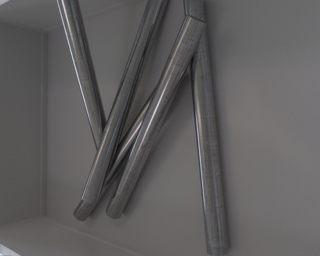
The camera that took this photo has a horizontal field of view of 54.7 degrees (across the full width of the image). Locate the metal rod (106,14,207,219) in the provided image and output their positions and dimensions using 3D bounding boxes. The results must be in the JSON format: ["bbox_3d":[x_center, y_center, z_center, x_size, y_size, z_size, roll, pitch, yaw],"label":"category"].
[{"bbox_3d":[-0.015,0.004,0.400,0.025,0.025,0.298,41,121,32],"label":"metal rod"}]

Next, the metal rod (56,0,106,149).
[{"bbox_3d":[-0.100,-0.084,0.403,0.025,0.025,0.298,20,130,38],"label":"metal rod"}]

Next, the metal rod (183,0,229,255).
[{"bbox_3d":[0.053,-0.007,0.362,0.025,0.025,0.298,-8,85,40],"label":"metal rod"}]

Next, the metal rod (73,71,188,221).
[{"bbox_3d":[-0.054,0.035,0.451,0.025,0.025,0.298,50,119,28],"label":"metal rod"}]

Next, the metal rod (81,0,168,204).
[{"bbox_3d":[-0.051,-0.036,0.426,0.025,0.025,0.298,26,99,37],"label":"metal rod"}]
